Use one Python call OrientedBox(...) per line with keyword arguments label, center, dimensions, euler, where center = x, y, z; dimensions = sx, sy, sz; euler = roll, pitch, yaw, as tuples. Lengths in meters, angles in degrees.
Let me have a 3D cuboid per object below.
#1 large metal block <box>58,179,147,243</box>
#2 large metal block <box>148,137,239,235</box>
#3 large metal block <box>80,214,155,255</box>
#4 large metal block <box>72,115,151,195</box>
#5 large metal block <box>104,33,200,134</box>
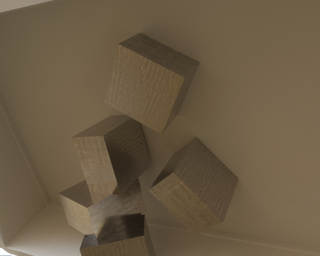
OrientedBox(label="large metal block", center=(-0.079, 0.103, 0.429), dimensions=(0.080, 0.081, 0.050), euler=(5, 113, 48))
OrientedBox(label="large metal block", center=(0.045, 0.071, 0.392), dimensions=(0.080, 0.080, 0.050), euler=(45, 129, -3))
OrientedBox(label="large metal block", center=(-0.051, 0.171, 0.410), dimensions=(0.080, 0.050, 0.079), euler=(-13, 104, 1))
OrientedBox(label="large metal block", center=(-0.061, 0.033, 0.418), dimensions=(0.050, 0.080, 0.079), euler=(-3, 110, 30))
OrientedBox(label="large metal block", center=(-0.011, -0.053, 0.364), dimensions=(0.080, 0.050, 0.079), euler=(29, 128, 9))
